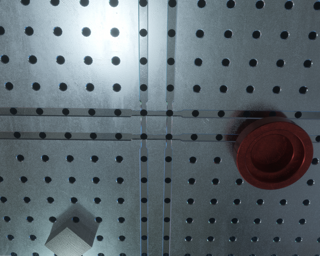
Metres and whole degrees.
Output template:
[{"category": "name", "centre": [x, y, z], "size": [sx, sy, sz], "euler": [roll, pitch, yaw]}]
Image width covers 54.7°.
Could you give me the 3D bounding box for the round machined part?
[{"category": "round machined part", "centre": [0.147, 0.030, 0.417], "size": [0.099, 0.042, 0.097], "euler": [0, 110, 0]}]

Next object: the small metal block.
[{"category": "small metal block", "centre": [-0.138, 0.173, 0.476], "size": [0.050, 0.025, 0.050], "euler": [-40, 106, 13]}]
